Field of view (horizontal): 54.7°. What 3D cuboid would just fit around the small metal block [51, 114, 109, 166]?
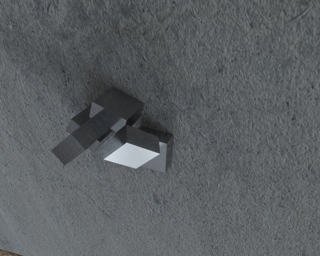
[{"bbox_3d":[-0.099,0.015,0.387,0.050,0.050,0.025,-33,100,38],"label":"small metal block"}]

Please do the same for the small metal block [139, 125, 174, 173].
[{"bbox_3d":[-0.010,0.029,0.430,0.050,0.025,0.050,15,125,19],"label":"small metal block"}]

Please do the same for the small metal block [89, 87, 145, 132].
[{"bbox_3d":[-0.055,-0.024,0.405,0.050,0.050,0.025,28,128,10],"label":"small metal block"}]

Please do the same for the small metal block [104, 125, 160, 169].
[{"bbox_3d":[-0.036,0.025,0.393,0.050,0.025,0.050,22,139,-35],"label":"small metal block"}]

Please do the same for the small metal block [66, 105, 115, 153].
[{"bbox_3d":[-0.095,-0.001,0.440,0.050,0.050,0.025,39,129,2],"label":"small metal block"}]
